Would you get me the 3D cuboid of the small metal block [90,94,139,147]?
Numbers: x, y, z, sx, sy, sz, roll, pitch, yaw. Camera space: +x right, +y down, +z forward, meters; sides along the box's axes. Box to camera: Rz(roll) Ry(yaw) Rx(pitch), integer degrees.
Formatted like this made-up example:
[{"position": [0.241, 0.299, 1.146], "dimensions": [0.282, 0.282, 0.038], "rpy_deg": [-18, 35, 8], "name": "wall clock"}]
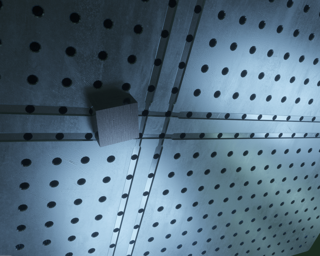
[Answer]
[{"position": [-0.054, -0.009, 0.377], "dimensions": [0.050, 0.025, 0.050], "rpy_deg": [-14, 124, -21], "name": "small metal block"}]
